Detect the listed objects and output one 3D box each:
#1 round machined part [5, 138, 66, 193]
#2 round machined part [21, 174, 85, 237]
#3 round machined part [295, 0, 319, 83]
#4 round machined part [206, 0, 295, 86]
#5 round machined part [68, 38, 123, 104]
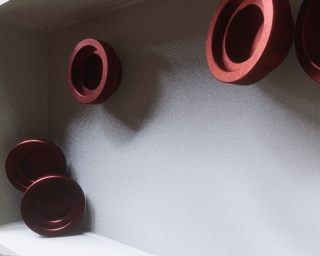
[{"bbox_3d":[-0.217,0.066,0.553,0.099,0.042,0.097,-1,98,-4],"label":"round machined part"},{"bbox_3d":[-0.175,0.126,0.517,0.042,0.099,0.097,-177,87,-78],"label":"round machined part"},{"bbox_3d":[0.159,-0.082,0.246,0.098,0.042,0.097,179,89,-72],"label":"round machined part"},{"bbox_3d":[0.091,-0.090,0.305,0.098,0.042,0.098,-19,68,62],"label":"round machined part"},{"bbox_3d":[-0.096,-0.084,0.475,0.098,0.042,0.097,0,90,40],"label":"round machined part"}]
